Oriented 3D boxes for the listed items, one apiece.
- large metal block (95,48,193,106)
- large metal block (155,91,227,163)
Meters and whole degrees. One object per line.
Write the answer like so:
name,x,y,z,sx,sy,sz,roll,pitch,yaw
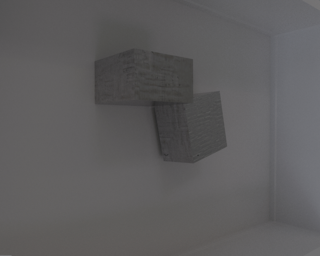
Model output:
large metal block,-0.019,-0.053,0.354,0.081,0.080,0.050,-1,91,-40
large metal block,0.044,-0.003,0.421,0.081,0.050,0.079,-18,102,-46
